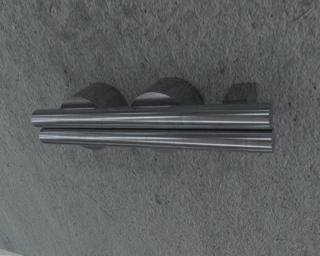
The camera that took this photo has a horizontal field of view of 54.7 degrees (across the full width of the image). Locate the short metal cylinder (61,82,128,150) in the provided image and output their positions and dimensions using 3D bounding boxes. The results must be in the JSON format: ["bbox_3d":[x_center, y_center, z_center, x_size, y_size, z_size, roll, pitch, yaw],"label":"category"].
[{"bbox_3d":[-0.089,-0.017,0.427,0.080,0.050,0.079,13,124,21],"label":"short metal cylinder"}]

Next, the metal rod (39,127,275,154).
[{"bbox_3d":[-0.026,0.011,0.363,0.300,0.025,0.025,0,119,28],"label":"metal rod"}]

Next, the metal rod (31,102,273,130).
[{"bbox_3d":[-0.032,-0.012,0.352,0.300,0.025,0.025,0,119,28],"label":"metal rod"}]

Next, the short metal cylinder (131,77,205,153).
[{"bbox_3d":[0.010,-0.016,0.378,0.080,0.050,0.079,13,124,21],"label":"short metal cylinder"}]

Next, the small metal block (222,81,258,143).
[{"bbox_3d":[0.090,-0.017,0.336,0.025,0.050,0.050,-2,117,29],"label":"small metal block"}]
